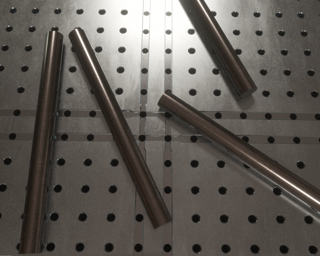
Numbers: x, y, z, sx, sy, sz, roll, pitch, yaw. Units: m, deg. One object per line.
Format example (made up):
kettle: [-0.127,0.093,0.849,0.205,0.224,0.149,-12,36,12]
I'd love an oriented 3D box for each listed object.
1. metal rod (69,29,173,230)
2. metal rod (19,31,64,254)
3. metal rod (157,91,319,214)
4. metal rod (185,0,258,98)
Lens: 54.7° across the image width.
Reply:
metal rod: [-0.060,-0.012,0.415,0.025,0.025,0.299,-24,72,-9]
metal rod: [-0.152,0.004,0.408,0.025,0.025,0.299,-1,70,-1]
metal rod: [0.125,0.042,0.397,0.300,0.025,0.025,35,74,11]
metal rod: [0.064,-0.178,0.477,0.025,0.025,0.299,-22,72,-8]
